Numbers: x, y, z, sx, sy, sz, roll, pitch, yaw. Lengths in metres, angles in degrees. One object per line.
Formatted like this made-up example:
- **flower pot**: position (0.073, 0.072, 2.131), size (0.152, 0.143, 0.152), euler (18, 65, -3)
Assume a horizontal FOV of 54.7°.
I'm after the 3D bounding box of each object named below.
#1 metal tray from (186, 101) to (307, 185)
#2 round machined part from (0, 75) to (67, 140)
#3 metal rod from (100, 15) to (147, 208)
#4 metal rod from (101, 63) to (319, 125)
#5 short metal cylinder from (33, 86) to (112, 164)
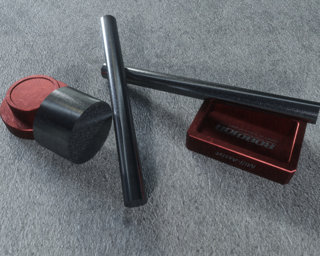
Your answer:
- **metal tray**: position (0.109, 0.007, 0.394), size (0.130, 0.030, 0.090), euler (20, 53, 16)
- **round machined part**: position (-0.166, -0.035, 0.420), size (0.099, 0.042, 0.098), euler (0, 50, 0)
- **metal rod**: position (-0.054, -0.043, 0.412), size (0.025, 0.025, 0.299), euler (-8, 59, -7)
- **metal rod**: position (0.047, -0.052, 0.411), size (0.300, 0.025, 0.025), euler (16, 51, 26)
- **short metal cylinder**: position (-0.101, -0.004, 0.370), size (0.050, 0.080, 0.080), euler (24, 54, 19)
